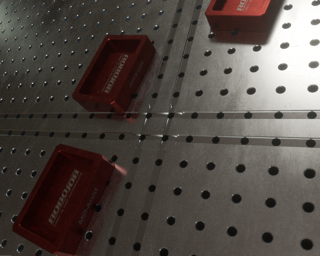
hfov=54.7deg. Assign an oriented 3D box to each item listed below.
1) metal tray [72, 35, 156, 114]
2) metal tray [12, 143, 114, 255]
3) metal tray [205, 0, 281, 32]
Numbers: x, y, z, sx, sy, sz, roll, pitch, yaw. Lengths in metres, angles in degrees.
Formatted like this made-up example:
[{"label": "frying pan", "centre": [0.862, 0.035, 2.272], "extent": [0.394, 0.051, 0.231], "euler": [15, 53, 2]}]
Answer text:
[{"label": "metal tray", "centre": [-0.073, -0.090, 0.496], "extent": [0.090, 0.030, 0.130], "euler": [11, 67, 32]}, {"label": "metal tray", "centre": [-0.128, 0.091, 0.414], "extent": [0.090, 0.030, 0.130], "euler": [10, 67, 32]}, {"label": "metal tray", "centre": [0.134, -0.203, 0.458], "extent": [0.090, 0.030, 0.130], "euler": [15, 69, 33]}]
